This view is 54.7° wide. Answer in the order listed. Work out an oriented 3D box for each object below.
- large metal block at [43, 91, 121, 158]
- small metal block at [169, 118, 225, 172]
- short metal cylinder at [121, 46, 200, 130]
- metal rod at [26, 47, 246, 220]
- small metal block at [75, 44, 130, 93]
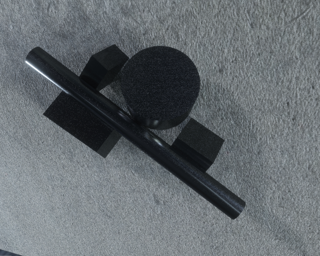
[{"bbox_3d":[-0.096,-0.006,0.414,0.080,0.050,0.080,35,169,4],"label":"large metal block"},{"bbox_3d":[0.045,0.021,0.377,0.050,0.050,0.025,35,129,4],"label":"small metal block"},{"bbox_3d":[0.000,-0.041,0.338,0.080,0.080,0.050,34,170,5],"label":"short metal cylinder"},{"bbox_3d":[-0.030,0.004,0.361,0.300,0.025,0.025,37,129,3],"label":"metal rod"},{"bbox_3d":[-0.071,-0.072,0.384,0.025,0.050,0.050,44,129,-2],"label":"small metal block"}]
